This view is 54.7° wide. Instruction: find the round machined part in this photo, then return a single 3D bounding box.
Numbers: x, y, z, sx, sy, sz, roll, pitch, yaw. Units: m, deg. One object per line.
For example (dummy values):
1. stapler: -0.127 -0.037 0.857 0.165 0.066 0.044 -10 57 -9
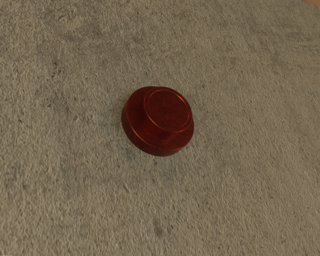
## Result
1. round machined part: 0.003 -0.015 0.406 0.099 0.042 0.098 14 56 -21
